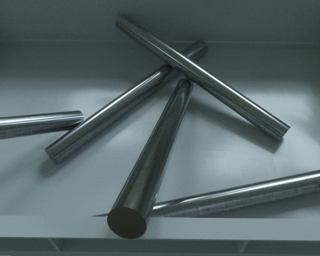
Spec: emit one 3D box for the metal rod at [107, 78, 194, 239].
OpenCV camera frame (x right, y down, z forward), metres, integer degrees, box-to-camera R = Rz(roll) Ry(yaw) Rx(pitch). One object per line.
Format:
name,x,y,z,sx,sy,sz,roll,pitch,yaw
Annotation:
metal rod,0.009,-0.002,0.325,0.025,0.025,0.301,10,25,8

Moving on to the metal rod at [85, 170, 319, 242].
metal rod,0.073,0.079,0.338,0.302,0.025,0.025,-10,51,-8

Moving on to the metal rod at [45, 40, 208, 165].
metal rod,-0.031,-0.051,0.447,0.025,0.025,0.302,35,58,25

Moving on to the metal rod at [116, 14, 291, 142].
metal rod,0.050,-0.080,0.446,0.300,0.025,0.025,39,60,18

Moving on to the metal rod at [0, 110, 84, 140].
metal rod,-0.213,0.007,0.309,0.302,0.025,0.025,-10,44,-46
